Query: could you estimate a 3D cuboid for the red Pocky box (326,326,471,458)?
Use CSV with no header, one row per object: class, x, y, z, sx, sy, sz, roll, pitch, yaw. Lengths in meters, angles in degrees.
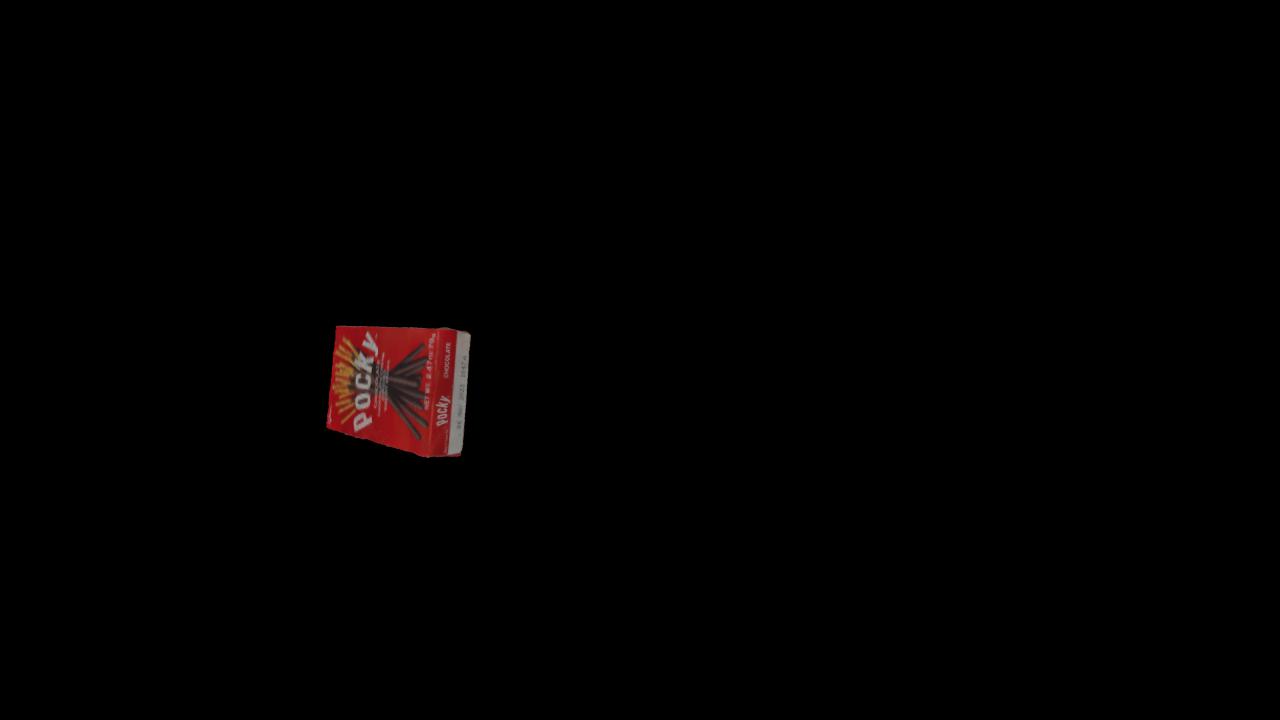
red Pocky box,-0.176,0.018,0.436,0.155,0.083,0.028,3,-1,41
